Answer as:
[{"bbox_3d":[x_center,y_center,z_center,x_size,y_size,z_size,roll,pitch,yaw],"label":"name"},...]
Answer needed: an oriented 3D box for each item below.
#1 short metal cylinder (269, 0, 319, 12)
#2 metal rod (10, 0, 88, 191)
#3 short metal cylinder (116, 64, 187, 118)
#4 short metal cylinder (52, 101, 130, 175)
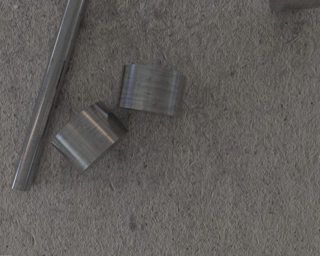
[{"bbox_3d":[0.172,-0.189,0.384,0.050,0.080,0.080,-5,90,0],"label":"short metal cylinder"},{"bbox_3d":[-0.141,-0.064,0.408,0.025,0.025,0.298,17,90,0],"label":"metal rod"},{"bbox_3d":[-0.011,-0.044,0.382,0.080,0.080,0.050,10,90,0],"label":"short metal cylinder"},{"bbox_3d":[-0.084,0.012,0.382,0.080,0.080,0.050,-43,90,0],"label":"short metal cylinder"}]
